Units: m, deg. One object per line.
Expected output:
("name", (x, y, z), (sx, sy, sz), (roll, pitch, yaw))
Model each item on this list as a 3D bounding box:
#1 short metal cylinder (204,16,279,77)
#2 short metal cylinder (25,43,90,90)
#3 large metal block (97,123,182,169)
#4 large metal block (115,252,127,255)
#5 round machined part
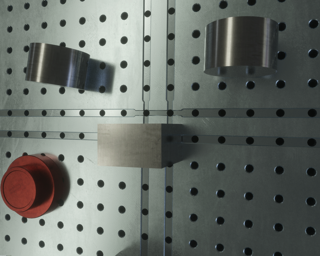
("short metal cylinder", (0.091, -0.088, 0.351), (0.080, 0.080, 0.050), (2, 91, 20))
("short metal cylinder", (-0.142, -0.084, 0.434), (0.080, 0.080, 0.050), (10, 94, 19))
("large metal block", (-0.022, 0.020, 0.391), (0.080, 0.080, 0.050), (0, 90, 20))
("large metal block", (-0.044, 0.215, 0.399), (0.080, 0.080, 0.050), (21, 97, 19))
("round machined part", (-0.202, 0.090, 0.475), (0.098, 0.042, 0.097), (0, 90, 20))
